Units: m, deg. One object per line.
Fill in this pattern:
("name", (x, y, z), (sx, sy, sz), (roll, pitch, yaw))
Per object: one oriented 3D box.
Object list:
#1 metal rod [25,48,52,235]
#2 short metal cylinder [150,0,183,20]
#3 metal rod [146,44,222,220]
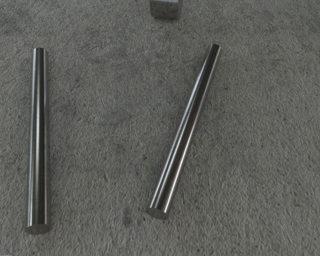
("metal rod", (-0.159, -0.008, 0.408), (0.025, 0.025, 0.300), (-10, 51, -9))
("short metal cylinder", (0.014, -0.245, 0.574), (0.050, 0.080, 0.080), (8, 51, 7))
("metal rod", (0.043, -0.019, 0.418), (0.025, 0.025, 0.300), (14, 51, 11))
